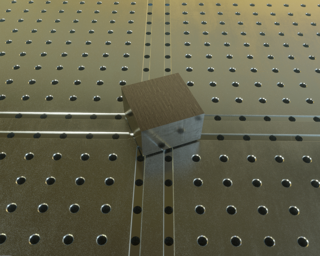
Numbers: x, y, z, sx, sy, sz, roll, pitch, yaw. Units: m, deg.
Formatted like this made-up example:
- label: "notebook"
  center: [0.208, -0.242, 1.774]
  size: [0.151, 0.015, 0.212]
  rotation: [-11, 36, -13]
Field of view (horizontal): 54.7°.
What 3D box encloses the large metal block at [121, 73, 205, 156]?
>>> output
- label: "large metal block"
  center: [0.002, -0.019, 0.404]
  size: [0.081, 0.050, 0.080]
  rotation: [-16, 52, -14]
